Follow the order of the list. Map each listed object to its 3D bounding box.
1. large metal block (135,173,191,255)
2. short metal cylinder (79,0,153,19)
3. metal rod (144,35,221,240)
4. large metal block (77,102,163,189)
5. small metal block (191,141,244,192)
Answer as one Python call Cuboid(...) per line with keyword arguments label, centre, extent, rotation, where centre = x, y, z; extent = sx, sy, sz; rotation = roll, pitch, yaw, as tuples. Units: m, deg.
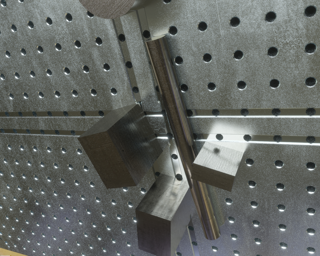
Cuboid(label="large metal block", centre=(0.008, 0.126, 0.448), extent=(0.050, 0.080, 0.079), rotation=(12, 124, 21))
Cuboid(label="short metal cylinder", centre=(-0.045, -0.159, 0.319), extent=(0.080, 0.050, 0.079), rotation=(13, 124, 20))
Cuboid(label="metal rod", centre=(0.037, 0.029, 0.408), extent=(0.025, 0.025, 0.298), rotation=(-4, 117, 30))
Cuboid(label="large metal block", centre=(-0.049, 0.023, 0.414), extent=(0.050, 0.080, 0.080), rotation=(-13, 112, 33))
Cuboid(label="small metal block", centre=(0.072, 0.046, 0.385), extent=(0.050, 0.050, 0.025), rotation=(16, 125, 18))
